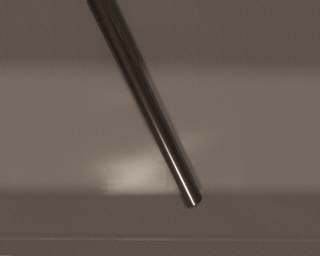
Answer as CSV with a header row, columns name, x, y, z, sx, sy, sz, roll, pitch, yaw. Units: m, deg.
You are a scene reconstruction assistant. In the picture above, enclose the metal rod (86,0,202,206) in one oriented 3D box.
name,x,y,z,sx,sy,sz,roll,pitch,yaw
metal rod,-0.012,-0.023,0.402,0.025,0.025,0.299,-23,109,8
